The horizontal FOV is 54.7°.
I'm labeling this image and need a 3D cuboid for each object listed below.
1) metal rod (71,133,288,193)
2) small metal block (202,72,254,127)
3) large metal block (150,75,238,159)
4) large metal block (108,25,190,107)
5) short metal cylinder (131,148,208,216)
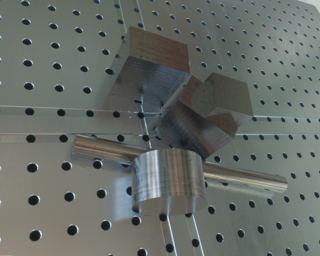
[{"bbox_3d":[0.041,0.050,0.401,0.302,0.025,0.025,13,56,-21],"label":"metal rod"},{"bbox_3d":[0.080,-0.034,0.371,0.050,0.025,0.050,13,56,-22],"label":"small metal block"},{"bbox_3d":[0.047,-0.008,0.405,0.080,0.080,0.050,34,51,-6],"label":"large metal block"},{"bbox_3d":[-0.016,-0.078,0.413,0.081,0.080,0.050,12,57,-22],"label":"large metal block"},{"bbox_3d":[0.009,0.062,0.341,0.081,0.080,0.050,10,58,-23],"label":"short metal cylinder"}]
